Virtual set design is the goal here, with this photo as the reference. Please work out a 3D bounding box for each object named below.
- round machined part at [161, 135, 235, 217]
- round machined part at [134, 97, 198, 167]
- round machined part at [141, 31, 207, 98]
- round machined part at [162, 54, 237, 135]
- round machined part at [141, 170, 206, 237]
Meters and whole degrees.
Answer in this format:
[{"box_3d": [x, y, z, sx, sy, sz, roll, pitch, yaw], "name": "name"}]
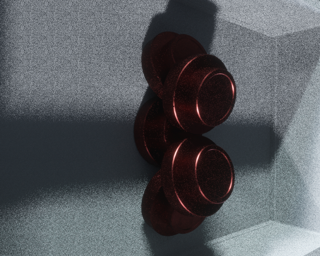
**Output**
[{"box_3d": [0.052, 0.056, 0.371, 0.099, 0.042, 0.098, 11, 72, -38], "name": "round machined part"}, {"box_3d": [0.018, 0.004, 0.408, 0.099, 0.042, 0.097, 1, 88, -40], "name": "round machined part"}, {"box_3d": [0.028, -0.082, 0.402, 0.099, 0.042, 0.098, 16, 64, -35], "name": "round machined part"}, {"box_3d": [0.054, -0.039, 0.372, 0.099, 0.042, 0.097, -13, 110, -37], "name": "round machined part"}, {"box_3d": [0.028, 0.096, 0.399, 0.099, 0.042, 0.097, -15, 114, -36], "name": "round machined part"}]
